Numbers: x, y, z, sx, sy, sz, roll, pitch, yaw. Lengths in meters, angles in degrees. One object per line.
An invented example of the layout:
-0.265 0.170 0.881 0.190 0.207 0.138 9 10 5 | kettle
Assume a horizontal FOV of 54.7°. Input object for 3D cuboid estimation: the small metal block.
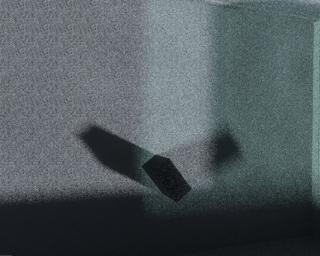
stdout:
0.007 0.064 0.401 0.025 0.050 0.050 -40 103 -16 | small metal block
